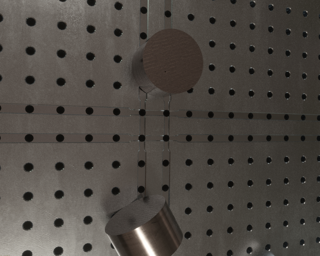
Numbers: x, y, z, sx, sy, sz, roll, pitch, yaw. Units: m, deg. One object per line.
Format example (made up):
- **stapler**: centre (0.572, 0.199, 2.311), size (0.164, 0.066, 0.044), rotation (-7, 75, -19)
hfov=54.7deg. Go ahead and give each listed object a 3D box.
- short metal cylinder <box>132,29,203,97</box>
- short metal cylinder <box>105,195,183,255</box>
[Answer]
- **short metal cylinder**: centre (0.009, -0.082, 0.403), size (0.081, 0.050, 0.079), rotation (0, 90, -20)
- **short metal cylinder**: centre (-0.019, 0.125, 0.377), size (0.080, 0.080, 0.050), rotation (-29, 100, -18)
